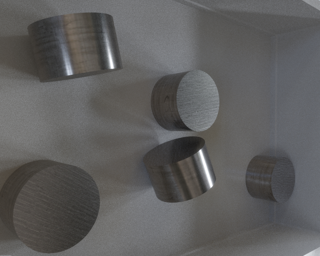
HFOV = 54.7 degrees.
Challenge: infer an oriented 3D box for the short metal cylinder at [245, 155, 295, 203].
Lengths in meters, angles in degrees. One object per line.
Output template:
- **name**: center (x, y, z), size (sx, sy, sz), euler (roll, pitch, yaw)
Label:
- **short metal cylinder**: center (0.199, 0.091, 0.557), size (0.081, 0.050, 0.080), euler (0, 90, -40)

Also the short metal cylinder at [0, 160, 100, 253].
- **short metal cylinder**: center (-0.107, 0.073, 0.301), size (0.081, 0.050, 0.080), euler (0, 90, -40)

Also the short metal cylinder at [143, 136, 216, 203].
- **short metal cylinder**: center (0.025, 0.050, 0.392), size (0.081, 0.080, 0.050), euler (-30, 109, -36)

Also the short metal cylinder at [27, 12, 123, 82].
- **short metal cylinder**: center (-0.081, -0.076, 0.303), size (0.081, 0.080, 0.050), euler (-17, 101, -39)

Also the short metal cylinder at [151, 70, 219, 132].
- **short metal cylinder**: center (0.035, -0.035, 0.419), size (0.081, 0.050, 0.080), euler (0, 90, -40)
